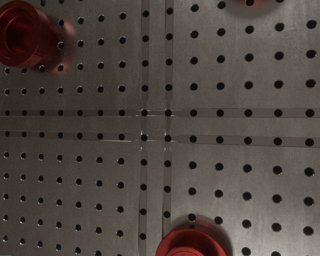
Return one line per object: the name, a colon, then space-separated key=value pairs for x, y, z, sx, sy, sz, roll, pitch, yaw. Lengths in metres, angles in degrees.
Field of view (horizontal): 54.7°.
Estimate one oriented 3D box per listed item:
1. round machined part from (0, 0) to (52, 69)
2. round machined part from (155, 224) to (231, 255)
round machined part: x=-0.207 y=-0.139 z=0.475 sx=0.098 sy=0.042 sz=0.097 roll=0 pitch=90 yaw=19
round machined part: x=0.039 y=0.175 z=0.389 sx=0.098 sy=0.042 sz=0.097 roll=0 pitch=90 yaw=19
